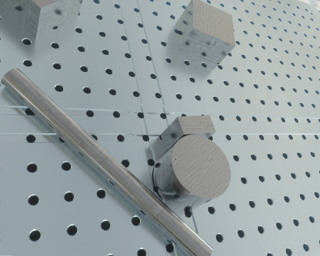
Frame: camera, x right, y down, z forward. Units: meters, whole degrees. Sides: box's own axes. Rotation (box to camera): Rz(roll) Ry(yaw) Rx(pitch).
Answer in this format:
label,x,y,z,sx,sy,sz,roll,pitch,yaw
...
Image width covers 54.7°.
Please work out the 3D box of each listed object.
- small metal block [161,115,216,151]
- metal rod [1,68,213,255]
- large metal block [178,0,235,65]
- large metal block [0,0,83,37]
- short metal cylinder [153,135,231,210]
label,x,y,z,sx,sy,sz,roll,pitch,yaw
small metal block,0.037,0.007,0.409,0.050,0.050,0.025,-4,64,-30
metal rod,-0.059,0.043,0.350,0.300,0.025,0.025,43,51,1
large metal block,0.080,-0.168,0.540,0.081,0.050,0.080,17,55,-19
large metal block,-0.163,-0.182,0.416,0.080,0.050,0.080,42,51,0
short metal cylinder,0.039,0.055,0.381,0.081,0.050,0.080,14,56,-21
